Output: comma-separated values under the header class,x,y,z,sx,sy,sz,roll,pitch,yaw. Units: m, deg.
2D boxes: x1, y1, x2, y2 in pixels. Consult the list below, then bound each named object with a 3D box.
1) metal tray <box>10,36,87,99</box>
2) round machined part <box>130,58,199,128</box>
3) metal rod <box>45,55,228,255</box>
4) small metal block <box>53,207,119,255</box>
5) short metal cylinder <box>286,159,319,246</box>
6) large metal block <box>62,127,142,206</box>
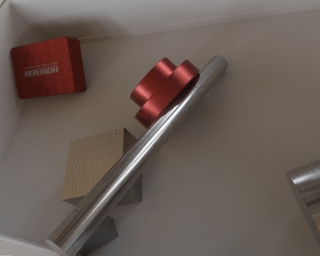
class,x,y,z,sx,sy,sz,roll,pitch,yaw
metal tray,-0.192,-0.100,0.530,0.130,0.030,0.089,-3,99,26
round machined part,0.000,-0.049,0.385,0.042,0.098,0.098,42,84,-1
metal rod,0.001,0.003,0.328,0.025,0.025,0.301,12,44,33
small metal block,-0.085,0.122,0.358,0.050,0.050,0.025,-33,52,6
short metal cylinder,0.146,0.064,0.254,0.050,0.080,0.080,-25,53,13
large metal block,-0.070,0.054,0.392,0.080,0.050,0.080,-14,56,20
